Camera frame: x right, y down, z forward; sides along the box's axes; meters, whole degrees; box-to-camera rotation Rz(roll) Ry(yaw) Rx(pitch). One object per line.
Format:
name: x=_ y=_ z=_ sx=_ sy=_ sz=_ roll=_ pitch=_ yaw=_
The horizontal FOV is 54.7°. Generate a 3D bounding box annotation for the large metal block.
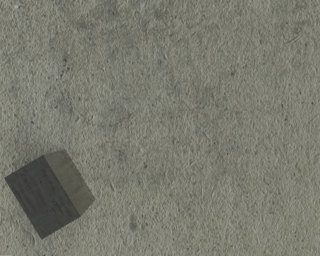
large metal block: x=-0.130 y=0.076 z=0.381 sx=0.050 sy=0.080 sz=0.080 roll=-31 pitch=90 yaw=0
